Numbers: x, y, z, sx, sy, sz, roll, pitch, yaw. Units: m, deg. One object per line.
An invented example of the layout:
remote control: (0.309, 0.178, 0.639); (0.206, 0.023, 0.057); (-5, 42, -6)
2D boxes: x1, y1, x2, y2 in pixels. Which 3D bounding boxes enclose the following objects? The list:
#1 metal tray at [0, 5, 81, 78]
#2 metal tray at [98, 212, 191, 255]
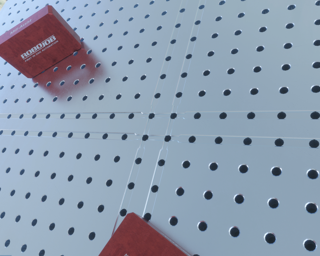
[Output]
metal tray: (-0.228, -0.159, 0.585); (0.130, 0.090, 0.030); (-28, 52, 11)
metal tray: (-0.007, 0.158, 0.313); (0.130, 0.030, 0.090); (27, 76, 37)
